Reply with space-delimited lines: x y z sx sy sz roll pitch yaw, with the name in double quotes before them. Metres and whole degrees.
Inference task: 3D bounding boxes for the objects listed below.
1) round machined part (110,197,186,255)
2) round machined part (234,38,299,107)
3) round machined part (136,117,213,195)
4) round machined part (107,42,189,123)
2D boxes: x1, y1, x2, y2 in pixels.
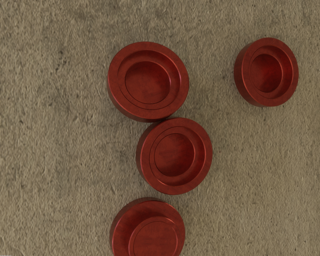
"round machined part" -0.012 0.141 0.396 0.099 0.042 0.097 0 90 -20
"round machined part" 0.150 -0.079 0.455 0.099 0.042 0.097 0 90 -20
"round machined part" 0.015 0.034 0.402 0.099 0.042 0.097 -2 96 -22
"round machined part" -0.017 -0.053 0.386 0.099 0.042 0.098 3 76 -14
